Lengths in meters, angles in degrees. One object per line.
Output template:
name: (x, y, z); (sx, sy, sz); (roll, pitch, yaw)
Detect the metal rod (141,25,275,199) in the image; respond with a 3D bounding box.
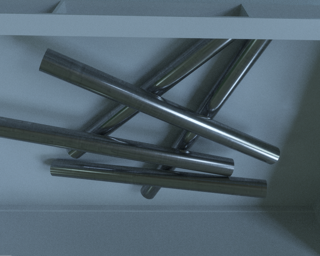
metal rod: (0.045, 0.001, 0.410); (0.025, 0.025, 0.298); (20, 127, -17)

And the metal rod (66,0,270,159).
metal rod: (-0.010, -0.045, 0.370); (0.299, 0.025, 0.025); (-35, 122, 25)

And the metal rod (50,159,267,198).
metal rod: (-0.007, 0.070, 0.438); (0.302, 0.025, 0.025); (5, 131, 7)

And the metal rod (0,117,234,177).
metal rod: (-0.050, 0.026, 0.396); (0.302, 0.025, 0.025); (11, 129, -10)

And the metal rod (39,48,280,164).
metal rod: (0.016, -0.017, 0.360); (0.302, 0.025, 0.025); (22, 127, -18)
